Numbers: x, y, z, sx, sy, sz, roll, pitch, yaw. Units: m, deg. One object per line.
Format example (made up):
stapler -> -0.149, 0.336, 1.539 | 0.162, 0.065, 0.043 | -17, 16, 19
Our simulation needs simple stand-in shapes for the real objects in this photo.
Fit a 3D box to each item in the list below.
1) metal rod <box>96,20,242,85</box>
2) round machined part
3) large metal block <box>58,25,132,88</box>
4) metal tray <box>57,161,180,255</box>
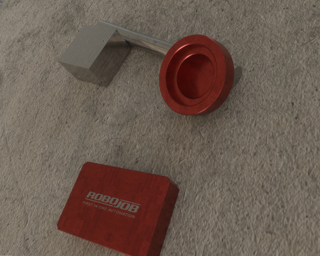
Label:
metal rod -> -0.006, -0.127, 0.484 | 0.300, 0.025, 0.025 | 30, 79, 37
round machined part -> 0.049, -0.063, 0.389 | 0.098, 0.042, 0.097 | -2, 87, 41
large metal block -> -0.108, -0.122, 0.519 | 0.080, 0.050, 0.080 | 19, 72, 35
metal tray -> -0.051, 0.095, 0.369 | 0.130, 0.030, 0.090 | 6, 64, 30
